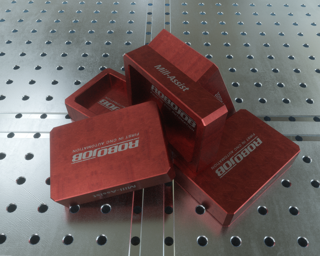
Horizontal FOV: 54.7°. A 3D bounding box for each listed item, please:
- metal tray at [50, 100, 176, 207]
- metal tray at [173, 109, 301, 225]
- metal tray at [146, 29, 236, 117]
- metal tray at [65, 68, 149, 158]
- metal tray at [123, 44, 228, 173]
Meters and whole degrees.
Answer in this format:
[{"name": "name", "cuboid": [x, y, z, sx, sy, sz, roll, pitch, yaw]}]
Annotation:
[{"name": "metal tray", "cuboid": [-0.056, 0.028, 0.349, 0.131, 0.030, 0.090, -15, 61, 6]}, {"name": "metal tray", "cuboid": [0.090, 0.040, 0.370, 0.131, 0.030, 0.090, -34, 58, -26]}, {"name": "metal tray", "cuboid": [0.043, -0.057, 0.389, 0.030, 0.130, 0.090, -47, 60, 1]}, {"name": "metal tray", "cuboid": [-0.051, -0.025, 0.424, 0.130, 0.030, 0.090, 29, 56, 22]}, {"name": "metal tray", "cuboid": [0.011, -0.022, 0.345, 0.030, 0.089, 0.130, -31, 57, -24]}]
